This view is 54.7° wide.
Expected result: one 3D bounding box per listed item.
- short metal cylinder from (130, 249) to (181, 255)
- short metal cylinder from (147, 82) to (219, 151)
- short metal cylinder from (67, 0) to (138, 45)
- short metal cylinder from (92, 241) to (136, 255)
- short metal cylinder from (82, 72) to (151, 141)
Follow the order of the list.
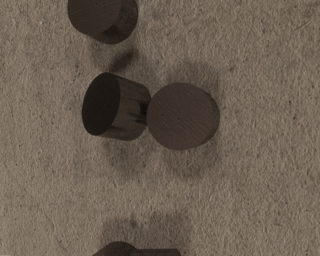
[{"bbox_3d":[-0.004,0.191,0.381,0.050,0.080,0.080,-8,87,19],"label":"short metal cylinder"},{"bbox_3d":[0.030,-0.014,0.384,0.080,0.050,0.079,0,90,19],"label":"short metal cylinder"},{"bbox_3d":[-0.077,-0.160,0.422,0.080,0.050,0.079,0,90,19],"label":"short metal cylinder"},{"bbox_3d":[-0.063,0.201,0.417,0.080,0.050,0.079,0,90,19],"label":"short metal cylinder"},{"bbox_3d":[-0.056,-0.026,0.398,0.080,0.050,0.080,-13,72,42],"label":"short metal cylinder"}]
